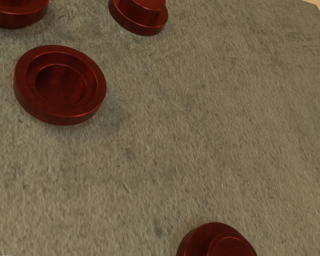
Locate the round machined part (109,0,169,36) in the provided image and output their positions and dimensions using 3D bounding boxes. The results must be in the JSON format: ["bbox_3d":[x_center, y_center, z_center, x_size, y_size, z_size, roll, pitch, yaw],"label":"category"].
[{"bbox_3d":[-0.030,-0.200,0.501,0.099,0.042,0.098,14,56,-21],"label":"round machined part"}]

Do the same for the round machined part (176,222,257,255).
[{"bbox_3d":[0.070,0.153,0.339,0.099,0.042,0.098,14,56,-21],"label":"round machined part"}]

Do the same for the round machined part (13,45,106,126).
[{"bbox_3d":[-0.116,-0.045,0.359,0.099,0.042,0.098,14,56,-21],"label":"round machined part"}]

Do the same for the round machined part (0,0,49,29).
[{"bbox_3d":[-0.193,-0.164,0.389,0.099,0.042,0.098,14,56,-21],"label":"round machined part"}]
